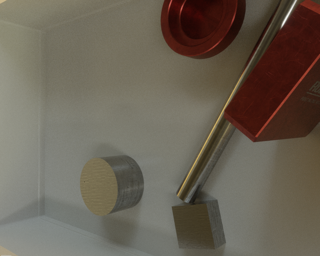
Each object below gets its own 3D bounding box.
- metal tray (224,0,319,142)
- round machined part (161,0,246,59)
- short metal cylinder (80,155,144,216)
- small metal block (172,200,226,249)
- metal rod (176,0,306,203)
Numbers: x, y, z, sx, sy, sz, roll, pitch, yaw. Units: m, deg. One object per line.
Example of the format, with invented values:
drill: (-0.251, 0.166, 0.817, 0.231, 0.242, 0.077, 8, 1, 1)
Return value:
metal tray: (0.114, -0.034, 0.243, 0.030, 0.131, 0.089, 46, 117, 30)
round machined part: (0.052, -0.127, 0.352, 0.098, 0.042, 0.097, 0, 90, 39)
short metal cylinder: (-0.070, 0.081, 0.446, 0.080, 0.050, 0.079, 0, 90, 39)
small metal block: (0.045, 0.114, 0.368, 0.050, 0.025, 0.050, -16, 80, 38)
metal rod: (0.091, -0.043, 0.330, 0.025, 0.025, 0.298, 38, 113, 33)
